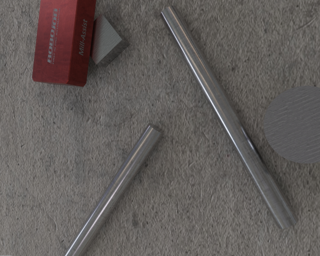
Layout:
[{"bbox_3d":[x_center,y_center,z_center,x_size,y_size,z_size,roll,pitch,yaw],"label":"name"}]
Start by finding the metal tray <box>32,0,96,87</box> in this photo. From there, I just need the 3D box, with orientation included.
[{"bbox_3d":[-0.138,-0.127,0.441,0.090,0.030,0.129,10,93,38],"label":"metal tray"}]

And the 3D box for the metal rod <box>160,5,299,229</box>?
[{"bbox_3d":[0.079,-0.021,0.380,0.025,0.025,0.299,-31,80,17],"label":"metal rod"}]

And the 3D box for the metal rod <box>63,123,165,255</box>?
[{"bbox_3d":[-0.085,0.123,0.438,0.025,0.025,0.299,37,101,16],"label":"metal rod"}]

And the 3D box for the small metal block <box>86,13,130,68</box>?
[{"bbox_3d":[-0.079,-0.122,0.437,0.050,0.025,0.050,-40,78,15],"label":"small metal block"}]

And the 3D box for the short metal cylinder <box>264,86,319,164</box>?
[{"bbox_3d":[0.157,-0.004,0.340,0.080,0.050,0.079,0,90,20],"label":"short metal cylinder"}]
